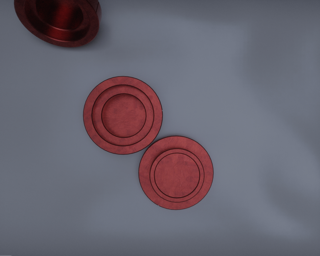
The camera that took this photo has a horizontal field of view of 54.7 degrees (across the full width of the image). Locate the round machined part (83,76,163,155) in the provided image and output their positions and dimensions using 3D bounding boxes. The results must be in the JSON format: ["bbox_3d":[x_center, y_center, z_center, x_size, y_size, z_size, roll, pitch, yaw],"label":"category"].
[{"bbox_3d":[-0.046,-0.016,0.402,0.099,0.042,0.097,0,90,-1],"label":"round machined part"}]

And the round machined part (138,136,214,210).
[{"bbox_3d":[0.021,0.059,0.403,0.099,0.042,0.097,0,90,-1],"label":"round machined part"}]

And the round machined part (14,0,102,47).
[{"bbox_3d":[-0.121,-0.149,0.380,0.099,0.098,0.042,4,60,-1],"label":"round machined part"}]
